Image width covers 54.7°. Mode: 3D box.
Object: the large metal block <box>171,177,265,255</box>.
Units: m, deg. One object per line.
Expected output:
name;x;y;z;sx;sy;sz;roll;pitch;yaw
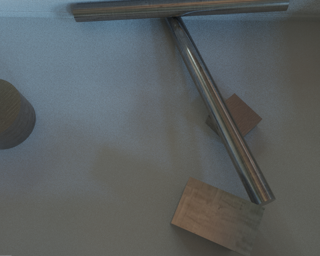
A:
large metal block;0.058;0.098;0.344;0.080;0.080;0.050;22;74;7

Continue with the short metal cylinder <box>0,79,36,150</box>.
short metal cylinder;-0.210;-0.017;0.400;0.081;0.050;0.080;0;70;0

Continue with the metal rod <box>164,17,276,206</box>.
metal rod;0.066;-0.043;0.402;0.025;0.025;0.299;-17;62;-7

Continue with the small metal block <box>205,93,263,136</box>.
small metal block;0.098;-0.010;0.414;0.050;0.025;0.050;-40;75;-14

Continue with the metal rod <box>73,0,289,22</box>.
metal rod;0.026;-0.173;0.445;0.302;0.025;0.025;-1;70;5
